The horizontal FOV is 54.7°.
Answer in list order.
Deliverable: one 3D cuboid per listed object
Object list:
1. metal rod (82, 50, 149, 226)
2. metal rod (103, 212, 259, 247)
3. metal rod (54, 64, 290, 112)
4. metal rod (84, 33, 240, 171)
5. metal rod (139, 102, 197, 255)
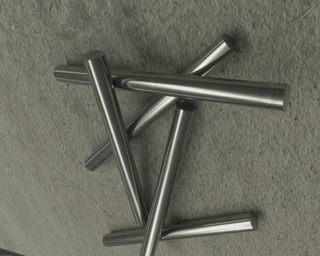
[{"bbox_3d":[-0.050,0.037,0.426,0.025,0.025,0.298,9,132,23],"label":"metal rod"},{"bbox_3d":[0.014,0.170,0.504,0.299,0.025,0.025,-21,107,36],"label":"metal rod"},{"bbox_3d":[-0.013,-0.052,0.354,0.300,0.025,0.025,11,124,32],"label":"metal rod"},{"bbox_3d":[-0.019,-0.014,0.408,0.025,0.025,0.299,47,129,-5],"label":"metal rod"},{"bbox_3d":[0.003,0.101,0.447,0.025,0.025,0.298,22,121,15],"label":"metal rod"}]
